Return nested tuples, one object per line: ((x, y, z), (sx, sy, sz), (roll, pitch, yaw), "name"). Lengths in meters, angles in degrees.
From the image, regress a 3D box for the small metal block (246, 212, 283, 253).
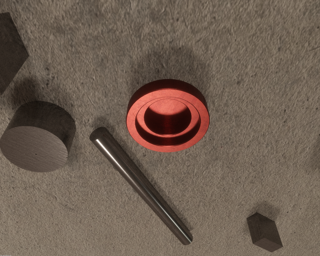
((0.186, 0.186, 0.552), (0.050, 0.050, 0.025), (31, 124, -24), "small metal block")

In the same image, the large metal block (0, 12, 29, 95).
((-0.192, -0.071, 0.308), (0.080, 0.080, 0.050), (-6, 130, 5), "large metal block")

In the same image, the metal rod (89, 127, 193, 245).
((-0.016, 0.109, 0.499), (0.025, 0.025, 0.299), (-21, 128, 17), "metal rod")

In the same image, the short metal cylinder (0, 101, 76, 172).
((-0.154, 0.012, 0.399), (0.081, 0.050, 0.079), (0, 130, 0), "short metal cylinder")

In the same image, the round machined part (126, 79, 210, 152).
((0.009, -0.019, 0.380), (0.099, 0.042, 0.097), (-1, 130, 0), "round machined part")
